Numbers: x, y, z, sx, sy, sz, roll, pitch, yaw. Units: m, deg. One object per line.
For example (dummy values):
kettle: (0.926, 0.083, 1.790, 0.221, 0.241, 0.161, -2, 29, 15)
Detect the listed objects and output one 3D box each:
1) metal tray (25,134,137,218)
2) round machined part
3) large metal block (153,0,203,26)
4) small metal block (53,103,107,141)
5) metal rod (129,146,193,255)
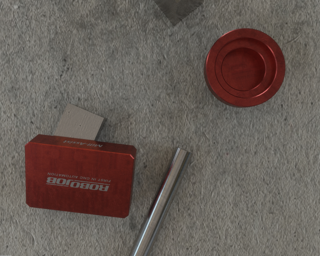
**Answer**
metal tray: (-0.100, 0.061, 0.393, 0.131, 0.030, 0.089, 7, 108, 0)
round machined part: (0.106, -0.075, 0.402, 0.099, 0.042, 0.097, 0, 90, 0)
large metal block: (0.014, -0.185, 0.383, 0.050, 0.080, 0.080, -39, 90, 0)
small metal block: (-0.105, 0.000, 0.409, 0.050, 0.025, 0.050, 23, 90, -1)
metal rod: (-0.027, 0.166, 0.409, 0.025, 0.025, 0.299, 23, 90, 0)
